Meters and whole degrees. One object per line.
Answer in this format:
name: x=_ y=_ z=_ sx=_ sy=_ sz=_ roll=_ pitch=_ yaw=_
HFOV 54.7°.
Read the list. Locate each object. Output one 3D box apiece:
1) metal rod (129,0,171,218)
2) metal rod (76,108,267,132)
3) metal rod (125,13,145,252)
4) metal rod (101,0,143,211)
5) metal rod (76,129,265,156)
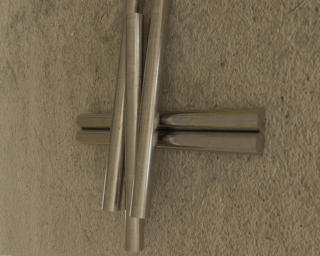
metal rod: x=-0.010 y=-0.042 z=0.385 sx=0.025 sy=0.025 sz=0.298 roll=0 pitch=82 yaw=39
metal rod: x=-0.011 y=-0.010 z=0.414 sx=0.300 sy=0.025 sz=0.025 roll=1 pitch=91 yaw=39
metal rod: x=-0.032 y=0.005 z=0.398 sx=0.025 sy=0.025 sz=0.298 roll=0 pitch=90 yaw=39
metal rod: x=-0.049 y=-0.042 z=0.417 sx=0.025 sy=0.025 sz=0.298 roll=0 pitch=82 yaw=39
metal rod: x=-0.012 y=0.015 z=0.415 sx=0.300 sy=0.025 sz=0.025 roll=1 pitch=91 yaw=39
